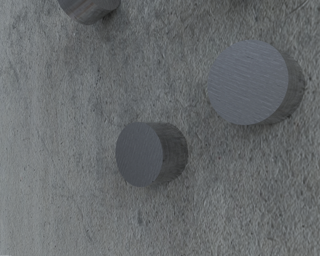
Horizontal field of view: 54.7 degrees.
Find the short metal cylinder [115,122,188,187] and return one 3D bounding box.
[{"bbox_3d":[-0.011,0.032,0.398,0.080,0.050,0.080,0,90,40],"label":"short metal cylinder"}]

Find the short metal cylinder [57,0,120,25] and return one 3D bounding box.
[{"bbox_3d":[-0.105,-0.200,0.456,0.050,0.081,0.080,-18,79,39],"label":"short metal cylinder"}]

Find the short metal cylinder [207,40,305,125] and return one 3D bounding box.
[{"bbox_3d":[0.095,-0.043,0.310,0.080,0.050,0.080,0,90,40],"label":"short metal cylinder"}]
